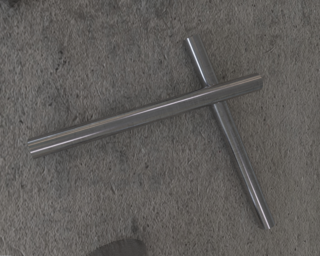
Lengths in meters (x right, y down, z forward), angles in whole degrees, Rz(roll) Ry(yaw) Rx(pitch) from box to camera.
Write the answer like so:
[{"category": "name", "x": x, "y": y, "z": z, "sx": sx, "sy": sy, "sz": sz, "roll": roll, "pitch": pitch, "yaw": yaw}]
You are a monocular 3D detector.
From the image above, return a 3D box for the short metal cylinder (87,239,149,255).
[{"category": "short metal cylinder", "x": -0.049, "y": 0.173, "z": 0.362, "sx": 0.081, "sy": 0.080, "sz": 0.050, "roll": -16, "pitch": 96, "yaw": -19}]

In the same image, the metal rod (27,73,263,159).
[{"category": "metal rod", "x": -0.007, "y": -0.020, "z": 0.389, "sx": 0.302, "sy": 0.025, "sz": 0.025, "roll": -17, "pitch": 96, "yaw": -13}]

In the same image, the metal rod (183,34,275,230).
[{"category": "metal rod", "x": 0.102, "y": 0.011, "z": 0.446, "sx": 0.025, "sy": 0.025, "sz": 0.299, "roll": -27, "pitch": 99, "yaw": -18}]

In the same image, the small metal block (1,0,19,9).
[{"category": "small metal block", "x": -0.171, "y": -0.173, "z": 0.345, "sx": 0.050, "sy": 0.025, "sz": 0.050, "roll": 42, "pitch": 77, "yaw": -15}]
